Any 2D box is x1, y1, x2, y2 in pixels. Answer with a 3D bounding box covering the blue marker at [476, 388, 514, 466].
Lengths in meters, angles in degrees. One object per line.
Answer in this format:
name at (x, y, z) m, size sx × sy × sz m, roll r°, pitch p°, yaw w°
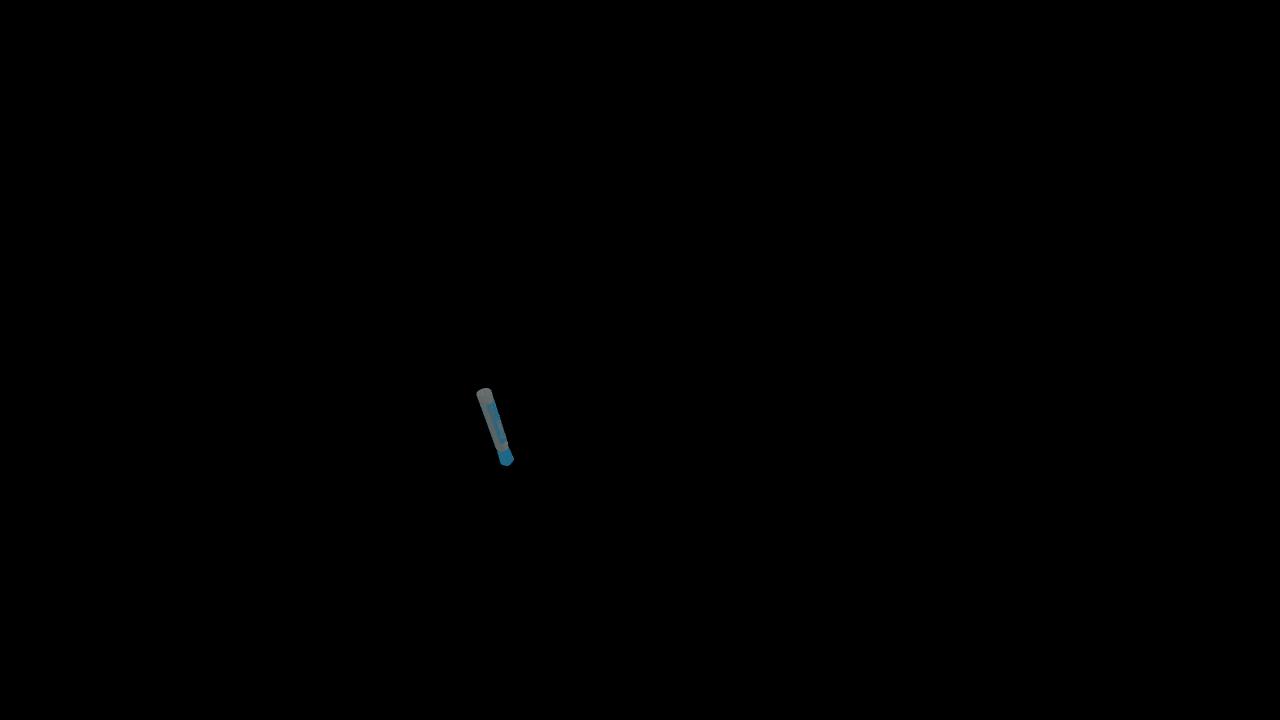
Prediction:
blue marker at (-0.187, 0.090, 0.799) m, size 0.020 × 0.121 × 0.020 m, roll -7°, pitch 32°, yaw 4°
